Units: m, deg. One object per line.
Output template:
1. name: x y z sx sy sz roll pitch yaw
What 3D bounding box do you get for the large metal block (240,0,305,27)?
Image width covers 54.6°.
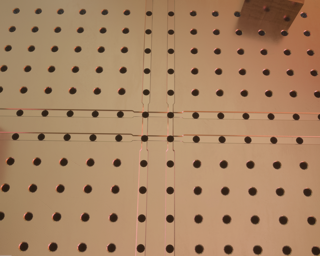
1. large metal block: 0.176 -0.213 0.477 0.080 0.050 0.080 15 71 5
